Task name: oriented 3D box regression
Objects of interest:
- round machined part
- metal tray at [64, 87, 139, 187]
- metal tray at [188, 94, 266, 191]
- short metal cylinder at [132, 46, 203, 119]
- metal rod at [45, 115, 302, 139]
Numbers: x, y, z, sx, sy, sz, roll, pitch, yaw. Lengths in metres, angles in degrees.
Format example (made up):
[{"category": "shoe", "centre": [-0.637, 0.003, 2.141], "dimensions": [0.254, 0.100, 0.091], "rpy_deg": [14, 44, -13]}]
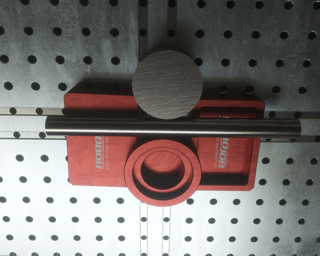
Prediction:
[{"category": "round machined part", "centre": [0.004, 0.051, 0.409], "dimensions": [0.099, 0.042, 0.097], "rpy_deg": [0, 110, 0]}, {"category": "metal tray", "centre": [-0.074, 0.014, 0.410], "dimensions": [0.091, 0.030, 0.129], "rpy_deg": [2, 110, -1]}, {"category": "metal tray", "centre": [0.084, 0.021, 0.415], "dimensions": [0.091, 0.030, 0.129], "rpy_deg": [1, 110, -1]}, {"category": "short metal cylinder", "centre": [0.009, -0.056, 0.375], "dimensions": [0.081, 0.050, 0.079], "rpy_deg": [0, 110, 0]}, {"category": "metal rod", "centre": [0.017, -0.001, 0.377], "dimensions": [0.302, 0.025, 0.025], "rpy_deg": [1, 110, -1]}]
